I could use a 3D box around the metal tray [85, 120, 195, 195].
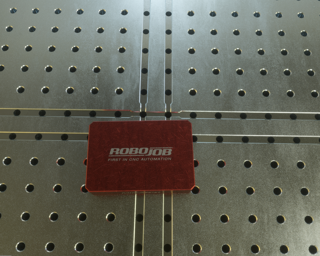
[{"bbox_3d":[-0.024,0.037,0.395,0.131,0.030,0.090,-1,70,-1],"label":"metal tray"}]
